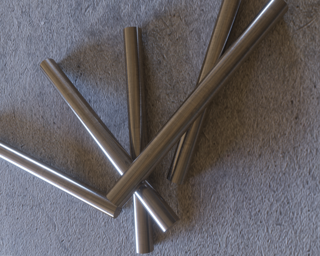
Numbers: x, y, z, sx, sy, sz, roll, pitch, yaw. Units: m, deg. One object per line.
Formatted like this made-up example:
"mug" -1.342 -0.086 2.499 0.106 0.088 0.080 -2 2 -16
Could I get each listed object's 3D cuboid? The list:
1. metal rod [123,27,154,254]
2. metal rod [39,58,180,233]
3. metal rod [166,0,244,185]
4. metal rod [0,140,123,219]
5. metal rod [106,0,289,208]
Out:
"metal rod" -0.029 0.015 0.419 0.025 0.025 0.298 -4 89 20
"metal rod" -0.078 0.010 0.417 0.025 0.025 0.300 -47 69 14
"metal rod" 0.064 -0.074 0.386 0.025 0.025 0.298 19 96 19
"metal rod" -0.190 0.061 0.475 0.301 0.025 0.025 22 97 18
"metal rod" 0.043 -0.029 0.362 0.025 0.025 0.300 40 91 15
